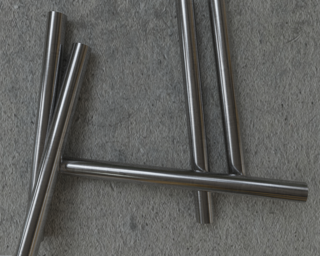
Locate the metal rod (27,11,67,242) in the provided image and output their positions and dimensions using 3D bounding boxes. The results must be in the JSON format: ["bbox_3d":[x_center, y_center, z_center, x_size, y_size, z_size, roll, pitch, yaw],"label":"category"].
[{"bbox_3d":[-0.151,-0.001,0.408,0.025,0.025,0.298,6,90,0],"label":"metal rod"}]

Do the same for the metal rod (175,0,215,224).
[{"bbox_3d":[0.046,-0.026,0.410,0.025,0.025,0.298,-5,90,0],"label":"metal rod"}]

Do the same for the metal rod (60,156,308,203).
[{"bbox_3d":[0.023,0.063,0.388,0.301,0.025,0.025,5,90,8],"label":"metal rod"}]

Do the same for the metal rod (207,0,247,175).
[{"bbox_3d":[0.086,-0.078,0.410,0.025,0.025,0.298,-7,90,0],"label":"metal rod"}]

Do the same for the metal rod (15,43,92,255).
[{"bbox_3d":[-0.135,0.037,0.390,0.025,0.025,0.299,13,83,0],"label":"metal rod"}]
